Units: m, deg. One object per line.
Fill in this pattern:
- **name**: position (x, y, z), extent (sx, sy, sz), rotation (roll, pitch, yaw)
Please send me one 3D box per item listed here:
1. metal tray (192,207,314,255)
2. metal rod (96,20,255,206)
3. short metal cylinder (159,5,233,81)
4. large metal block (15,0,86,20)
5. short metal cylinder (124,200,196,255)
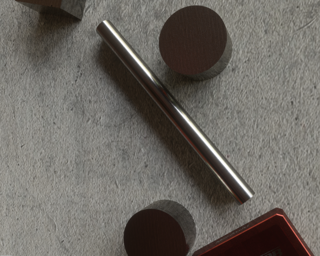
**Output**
- **metal tray**: position (0.111, 0.166, 0.366), extent (0.130, 0.030, 0.090), rotation (-35, 79, 16)
- **metal rod**: position (0.013, -0.028, 0.404), extent (0.025, 0.025, 0.300), rotation (-42, 77, 15)
- **short metal cylinder**: position (0.045, -0.101, 0.380), extent (0.080, 0.050, 0.080), rotation (0, 90, 20)
- **large metal block**: position (-0.153, -0.210, 0.449), extent (0.080, 0.050, 0.080), rotation (16, 95, 19)
- **short metal cylinder**: position (0.001, 0.137, 0.395), extent (0.080, 0.050, 0.080), rotation (0, 90, 20)
